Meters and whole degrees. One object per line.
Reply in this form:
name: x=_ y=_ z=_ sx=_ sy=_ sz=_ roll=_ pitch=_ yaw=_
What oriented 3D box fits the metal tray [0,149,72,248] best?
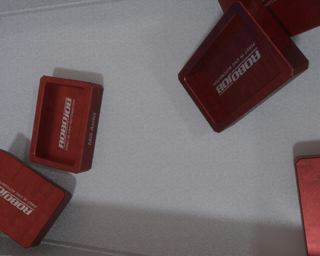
metal tray: x=-0.211 y=0.102 z=0.457 sx=0.130 sy=0.030 sz=0.090 roll=30 pitch=77 yaw=10

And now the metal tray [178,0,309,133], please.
metal tray: x=0.081 y=-0.062 z=0.339 sx=0.090 sy=0.030 sz=0.129 roll=57 pitch=145 yaw=11

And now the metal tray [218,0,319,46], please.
metal tray: x=0.112 y=-0.132 z=0.307 sx=0.030 sy=0.130 sz=0.090 roll=-30 pitch=98 yaw=-15

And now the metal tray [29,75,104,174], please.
metal tray: x=-0.139 y=-0.006 z=0.456 sx=0.090 sy=0.030 sz=0.129 roll=11 pitch=94 yaw=19

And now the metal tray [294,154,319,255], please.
metal tray: x=0.202 y=0.093 z=0.336 sx=0.090 sy=0.030 sz=0.129 roll=-7 pitch=88 yaw=19
